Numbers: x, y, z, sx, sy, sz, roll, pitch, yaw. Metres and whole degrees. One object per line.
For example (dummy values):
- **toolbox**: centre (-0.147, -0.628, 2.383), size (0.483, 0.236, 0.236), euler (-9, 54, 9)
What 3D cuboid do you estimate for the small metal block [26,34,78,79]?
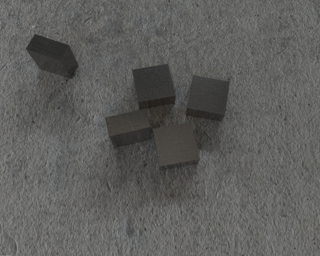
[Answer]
- **small metal block**: centre (-0.148, -0.098, 0.429), size (0.050, 0.050, 0.025), euler (19, 71, 7)

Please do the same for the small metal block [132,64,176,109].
- **small metal block**: centre (-0.009, -0.057, 0.429), size (0.050, 0.025, 0.050), euler (-10, 70, -4)

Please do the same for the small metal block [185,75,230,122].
- **small metal block**: centre (0.065, -0.040, 0.423), size (0.050, 0.025, 0.050), euler (11, 70, 4)

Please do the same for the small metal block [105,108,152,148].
- **small metal block**: centre (-0.039, 0.001, 0.394), size (0.050, 0.050, 0.025), euler (-14, 71, -5)

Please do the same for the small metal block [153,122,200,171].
- **small metal block**: centre (0.020, 0.024, 0.399), size (0.050, 0.025, 0.050), euler (-10, 70, -4)
